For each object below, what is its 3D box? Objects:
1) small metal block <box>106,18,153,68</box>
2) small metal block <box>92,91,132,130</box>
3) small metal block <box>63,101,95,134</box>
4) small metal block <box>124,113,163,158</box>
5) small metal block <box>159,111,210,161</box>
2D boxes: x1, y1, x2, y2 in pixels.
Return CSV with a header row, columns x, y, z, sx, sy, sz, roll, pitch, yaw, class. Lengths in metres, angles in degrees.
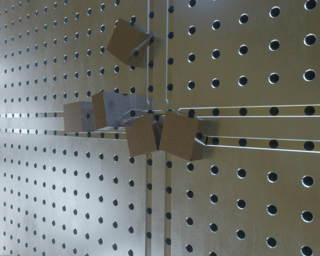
x,y,z,sx,sy,sz,roll,pitch,yaw,class
-0.045,-0.123,0.448,0.050,0.025,0.050,41,115,32,small metal block
-0.069,-0.024,0.451,0.025,0.050,0.050,-15,81,39,small metal block
-0.137,-0.017,0.525,0.050,0.025,0.050,-5,87,40,small metal block
-0.019,0.011,0.426,0.050,0.025,0.050,-19,78,38,small metal block
0.030,0.009,0.386,0.050,0.025,0.050,18,101,38,small metal block
